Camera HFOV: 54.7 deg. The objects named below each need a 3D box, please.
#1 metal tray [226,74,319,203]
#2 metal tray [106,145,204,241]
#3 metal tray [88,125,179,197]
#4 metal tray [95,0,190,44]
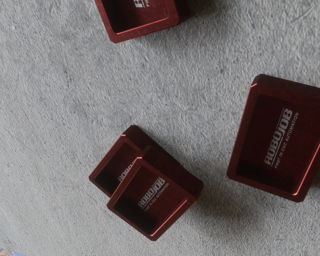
[{"bbox_3d":[0.132,0.014,0.342,0.090,0.030,0.129,18,126,17],"label":"metal tray"},{"bbox_3d":[-0.011,0.094,0.428,0.090,0.030,0.129,36,129,3],"label":"metal tray"},{"bbox_3d":[-0.043,0.066,0.467,0.090,0.030,0.129,41,129,-1],"label":"metal tray"},{"bbox_3d":[-0.032,-0.163,0.319,0.090,0.030,0.129,-6,115,31],"label":"metal tray"}]
